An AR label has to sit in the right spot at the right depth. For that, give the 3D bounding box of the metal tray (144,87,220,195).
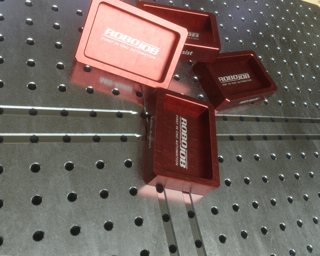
[{"bbox_3d":[0.029,0.016,0.410,0.091,0.030,0.130,15,56,-20],"label":"metal tray"}]

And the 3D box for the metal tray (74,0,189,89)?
[{"bbox_3d":[-0.038,-0.113,0.416,0.131,0.090,0.030,17,12,-19],"label":"metal tray"}]

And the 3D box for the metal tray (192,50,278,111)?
[{"bbox_3d":[0.129,-0.084,0.524,0.131,0.030,0.090,-14,69,-34],"label":"metal tray"}]

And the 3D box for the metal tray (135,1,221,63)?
[{"bbox_3d":[0.025,-0.151,0.486,0.131,0.030,0.090,6,54,-9],"label":"metal tray"}]
